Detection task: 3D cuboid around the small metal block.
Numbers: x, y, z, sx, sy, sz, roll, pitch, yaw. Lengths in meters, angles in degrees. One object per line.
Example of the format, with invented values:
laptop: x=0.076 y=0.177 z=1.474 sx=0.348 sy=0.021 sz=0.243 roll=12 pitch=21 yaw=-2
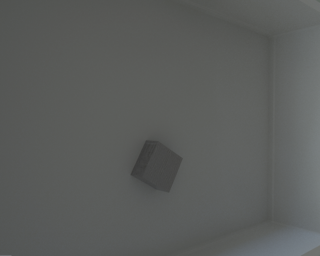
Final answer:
small metal block: x=-0.003 y=0.050 z=0.406 sx=0.050 sy=0.025 sz=0.050 roll=37 pitch=67 yaw=-34
